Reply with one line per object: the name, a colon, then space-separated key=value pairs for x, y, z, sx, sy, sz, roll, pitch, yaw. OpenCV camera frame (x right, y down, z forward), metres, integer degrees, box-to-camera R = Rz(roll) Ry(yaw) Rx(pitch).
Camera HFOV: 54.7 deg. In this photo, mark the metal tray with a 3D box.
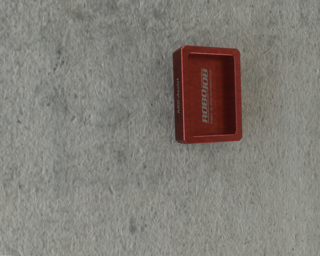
metal tray: x=0.067 y=-0.045 z=0.432 sx=0.091 sy=0.030 sz=0.129 roll=-2 pitch=91 yaw=-21
